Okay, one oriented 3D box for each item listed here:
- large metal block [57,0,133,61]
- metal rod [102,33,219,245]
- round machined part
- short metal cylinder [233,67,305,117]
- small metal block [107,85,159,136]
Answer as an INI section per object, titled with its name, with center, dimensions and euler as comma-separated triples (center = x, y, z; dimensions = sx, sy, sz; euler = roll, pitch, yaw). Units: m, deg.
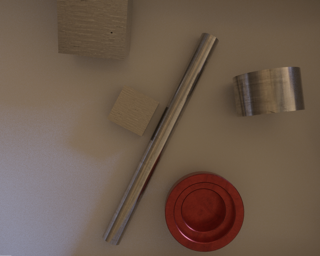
[large metal block]
center = -0.078, -0.133, 0.384
dimensions = 0.081, 0.050, 0.079
euler = 7, 115, -1
[metal rod]
center = 0.001, 0.014, 0.411
dimensions = 0.025, 0.025, 0.299
euler = 26, 90, -1
[round machined part]
center = 0.055, 0.105, 0.404
dimensions = 0.099, 0.042, 0.097
euler = 0, 90, -1
[short metal cylinder]
center = 0.134, -0.043, 0.386
dimensions = 0.081, 0.080, 0.050
euler = -7, 90, 0
[small metal block]
center = -0.035, -0.023, 0.411
dimensions = 0.050, 0.025, 0.050
euler = 27, 90, -1
